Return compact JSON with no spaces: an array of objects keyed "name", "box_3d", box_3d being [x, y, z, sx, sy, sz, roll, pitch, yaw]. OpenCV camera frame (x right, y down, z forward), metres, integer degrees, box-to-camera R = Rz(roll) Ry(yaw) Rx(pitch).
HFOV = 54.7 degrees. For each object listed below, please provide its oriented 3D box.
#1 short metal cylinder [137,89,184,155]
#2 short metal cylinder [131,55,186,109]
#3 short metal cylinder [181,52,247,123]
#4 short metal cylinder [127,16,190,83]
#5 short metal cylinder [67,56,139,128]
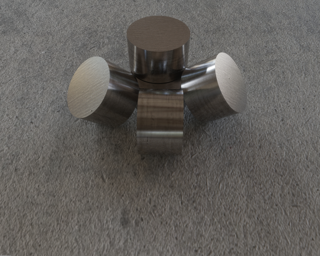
[{"name":"short metal cylinder","box_3d":[0.001,-0.007,0.374,0.050,0.080,0.080,1,50,1]},{"name":"short metal cylinder","box_3d":[0.000,-0.059,0.438,0.081,0.050,0.080,0,50,0]},{"name":"short metal cylinder","box_3d":[0.072,-0.052,0.406,0.050,0.080,0.080,-18,39,37]},{"name":"short metal cylinder","box_3d":[-0.002,-0.105,0.411,0.081,0.050,0.080,0,50,0]},{"name":"short metal cylinder","box_3d":[-0.074,-0.045,0.399,0.080,0.050,0.080,-13,68,36]}]
